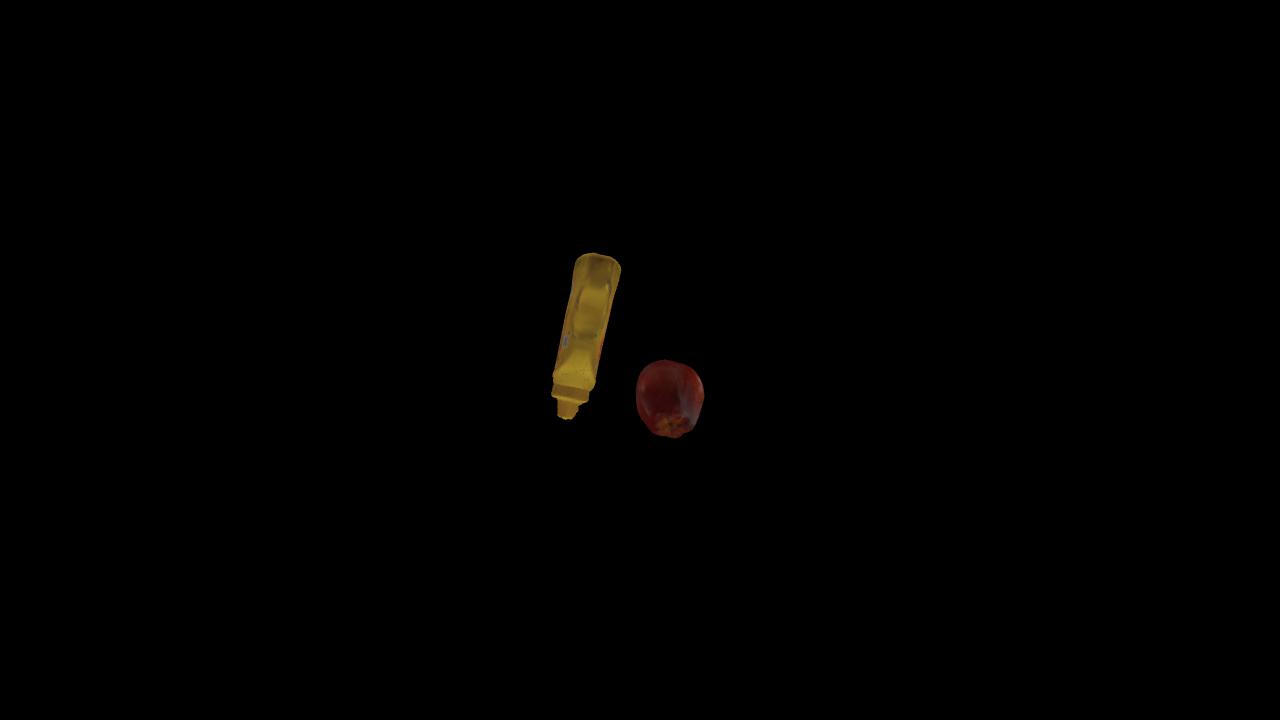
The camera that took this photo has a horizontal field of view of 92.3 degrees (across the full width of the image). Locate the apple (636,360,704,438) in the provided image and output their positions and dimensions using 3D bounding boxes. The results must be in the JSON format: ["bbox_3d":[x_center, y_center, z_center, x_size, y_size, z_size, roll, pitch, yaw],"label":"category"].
[{"bbox_3d":[0.032,0.041,0.685,0.079,0.079,0.093,0,42,4],"label":"apple"}]

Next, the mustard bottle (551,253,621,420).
[{"bbox_3d":[-0.066,-0.023,0.700,0.054,0.184,0.092,14,-7,-14],"label":"mustard bottle"}]
